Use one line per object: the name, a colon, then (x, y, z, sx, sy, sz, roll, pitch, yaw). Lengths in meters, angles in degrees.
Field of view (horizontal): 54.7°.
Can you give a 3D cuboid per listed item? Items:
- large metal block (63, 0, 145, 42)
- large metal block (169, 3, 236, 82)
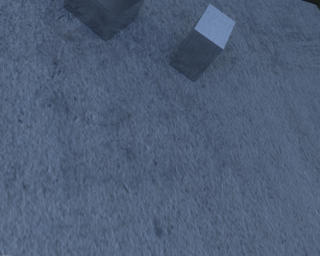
large metal block: (-0.081, -0.188, 0.460, 0.080, 0.050, 0.080, 39, 51, -2)
large metal block: (0.066, -0.133, 0.487, 0.050, 0.080, 0.080, 34, 51, -7)
